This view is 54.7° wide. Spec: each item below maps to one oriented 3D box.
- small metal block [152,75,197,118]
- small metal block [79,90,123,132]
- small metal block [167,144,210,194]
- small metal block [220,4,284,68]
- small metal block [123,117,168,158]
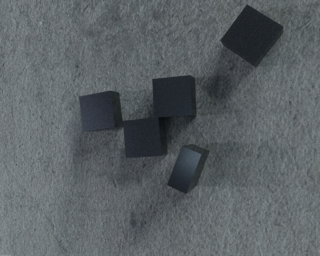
[{"bbox_3d":[0.019,-0.039,0.402,0.050,0.025,0.050,-3,89,19],"label":"small metal block"},{"bbox_3d":[-0.083,-0.023,0.437,0.050,0.025,0.050,-8,87,19],"label":"small metal block"},{"bbox_3d":[0.036,0.049,0.382,0.025,0.050,0.050,22,97,18],"label":"small metal block"},{"bbox_3d":[0.110,-0.109,0.370,0.050,0.025,0.050,39,102,15],"label":"small metal block"},{"bbox_3d":[-0.020,0.013,0.415,0.050,0.025,0.050,-5,88,19],"label":"small metal block"}]
